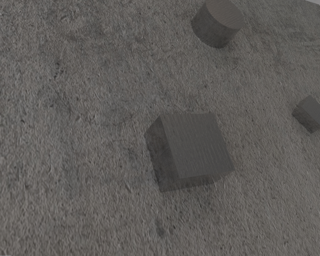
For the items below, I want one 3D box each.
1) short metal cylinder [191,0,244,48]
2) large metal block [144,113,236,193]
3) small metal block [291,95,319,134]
[{"bbox_3d":[0.104,-0.192,0.561,0.081,0.050,0.080,14,56,-21],"label":"short metal cylinder"},{"bbox_3d":[0.035,0.029,0.389,0.081,0.050,0.080,-3,63,-30],"label":"large metal block"},{"bbox_3d":[0.276,-0.026,0.568,0.050,0.025,0.050,47,51,4],"label":"small metal block"}]
